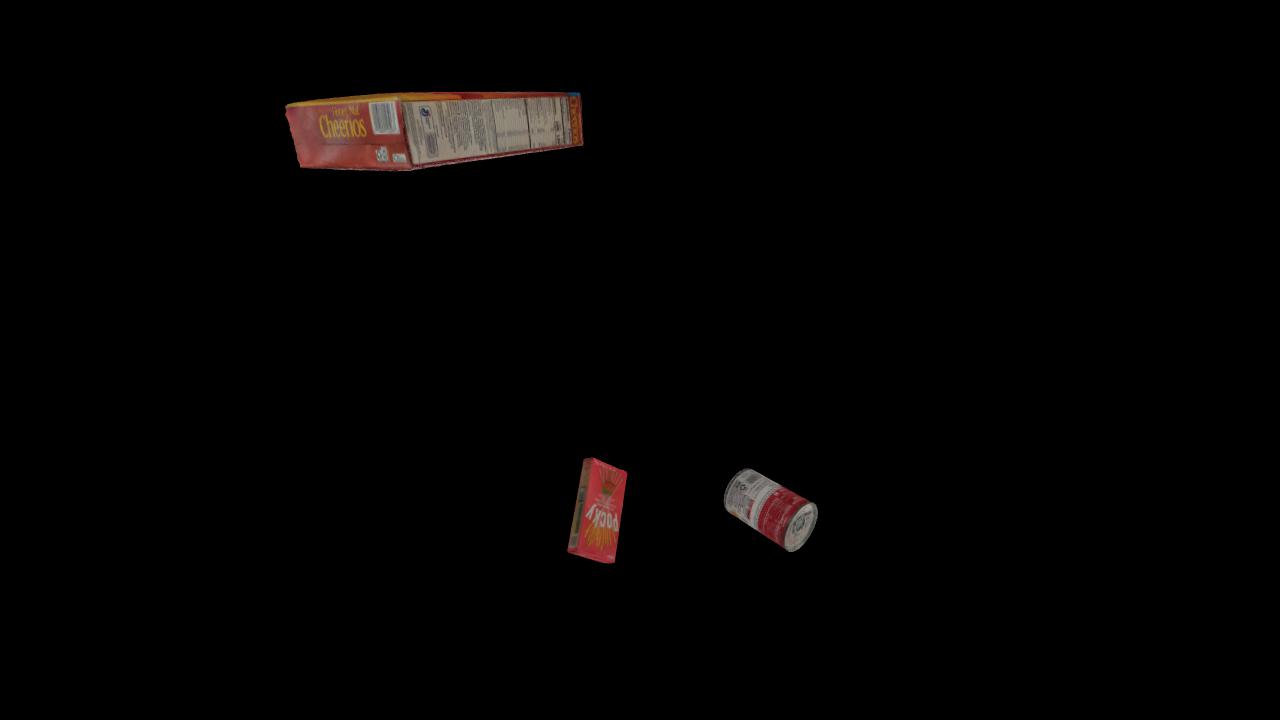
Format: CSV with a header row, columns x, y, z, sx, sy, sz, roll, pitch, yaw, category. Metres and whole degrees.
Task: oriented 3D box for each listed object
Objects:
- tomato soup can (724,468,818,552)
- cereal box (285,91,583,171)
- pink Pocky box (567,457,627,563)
x,y,z,sx,sy,sz,roll,pitch,yaw,category
0.165,0.190,0.789,0.068,0.068,0.101,0,18,-44,tomato soup can
-0.240,-0.295,0.778,0.203,0.081,0.306,11,27,30,cereal box
-0.067,0.246,1.007,0.029,0.155,0.084,-18,-37,41,pink Pocky box
